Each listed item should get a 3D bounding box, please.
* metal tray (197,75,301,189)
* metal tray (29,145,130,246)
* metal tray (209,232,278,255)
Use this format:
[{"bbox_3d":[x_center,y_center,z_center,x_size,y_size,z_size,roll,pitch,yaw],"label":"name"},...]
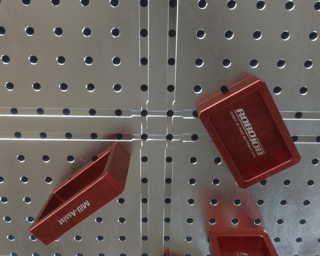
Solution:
[{"bbox_3d":[0.118,0.008,0.414,0.090,0.030,0.130,-29,108,10],"label":"metal tray"},{"bbox_3d":[-0.101,0.085,0.409,0.130,0.090,0.030,-36,106,12],"label":"metal tray"},{"bbox_3d":[0.123,0.199,0.431,0.090,0.130,0.030,0,110,0],"label":"metal tray"}]
